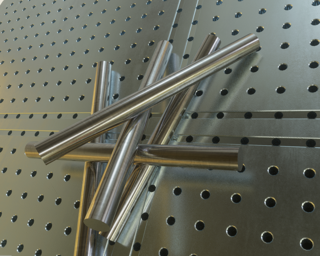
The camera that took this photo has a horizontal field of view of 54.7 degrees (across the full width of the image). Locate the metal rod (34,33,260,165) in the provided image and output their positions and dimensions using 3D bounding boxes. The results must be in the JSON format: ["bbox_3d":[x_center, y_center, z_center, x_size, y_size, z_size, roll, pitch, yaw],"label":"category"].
[{"bbox_3d":[0.001,-0.044,0.365,0.302,0.025,0.025,-30,49,-19],"label":"metal rod"}]

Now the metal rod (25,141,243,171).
[{"bbox_3d":[-0.052,0.031,0.381,0.300,0.025,0.025,0,62,27],"label":"metal rod"}]

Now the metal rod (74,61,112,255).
[{"bbox_3d":[-0.090,0.024,0.439,0.025,0.025,0.299,-14,56,20],"label":"metal rod"}]

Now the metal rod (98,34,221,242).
[{"bbox_3d":[0.007,0.001,0.402,0.025,0.025,0.300,17,70,34],"label":"metal rod"}]

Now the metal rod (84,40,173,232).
[{"bbox_3d":[-0.025,-0.019,0.381,0.025,0.025,0.300,-7,43,24],"label":"metal rod"}]
